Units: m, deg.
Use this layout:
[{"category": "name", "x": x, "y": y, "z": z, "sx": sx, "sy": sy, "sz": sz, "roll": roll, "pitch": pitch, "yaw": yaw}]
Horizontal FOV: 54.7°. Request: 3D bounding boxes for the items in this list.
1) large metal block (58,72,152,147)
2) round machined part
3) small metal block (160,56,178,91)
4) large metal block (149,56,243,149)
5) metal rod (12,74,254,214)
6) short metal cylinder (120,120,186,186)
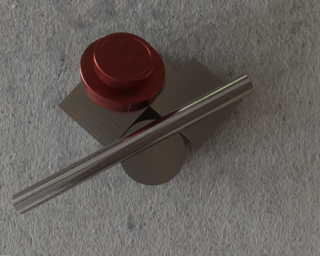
[{"category": "large metal block", "x": -0.066, "y": -0.029, "z": 0.397, "sx": 0.080, "sy": 0.050, "sz": 0.080, "roll": 42, "pitch": 90, "yaw": -1}, {"category": "round machined part", "x": -0.042, "y": -0.071, "z": 0.358, "sx": 0.099, "sy": 0.042, "sz": 0.098, "roll": 5, "pitch": 64, "yaw": -10}, {"category": "small metal block", "x": -0.011, "y": -0.069, "z": 0.410, "sx": 0.050, "sy": 0.025, "sz": 0.050, "roll": 43, "pitch": 90, "yaw": -1}, {"category": "large metal block", "x": 0.044, "y": -0.031, "z": 0.399, "sx": 0.080, "sy": 0.050, "sz": 0.080, "roll": 41, "pitch": 90, "yaw": -1}, {"category": "metal rod", "x": -0.030, "y": 0.018, "z": 0.361, "sx": 0.301, "sy": 0.025, "sz": 0.025, "roll": -28, "pitch": 90, "yaw": 0}, {"category": "short metal cylinder", "x": -0.009, "y": 0.029, "z": 0.398, "sx": 0.081, "sy": 0.050, "sz": 0.079, "roll": 0, "pitch": 90, "yaw": -1}]
